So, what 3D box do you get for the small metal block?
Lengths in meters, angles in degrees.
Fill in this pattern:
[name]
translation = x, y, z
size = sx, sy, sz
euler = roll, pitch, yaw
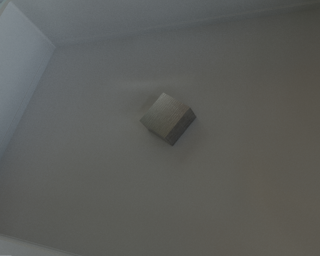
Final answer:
[small metal block]
translation = 0.010, -0.012, 0.406
size = 0.050, 0.025, 0.050
euler = 33, 80, 38
